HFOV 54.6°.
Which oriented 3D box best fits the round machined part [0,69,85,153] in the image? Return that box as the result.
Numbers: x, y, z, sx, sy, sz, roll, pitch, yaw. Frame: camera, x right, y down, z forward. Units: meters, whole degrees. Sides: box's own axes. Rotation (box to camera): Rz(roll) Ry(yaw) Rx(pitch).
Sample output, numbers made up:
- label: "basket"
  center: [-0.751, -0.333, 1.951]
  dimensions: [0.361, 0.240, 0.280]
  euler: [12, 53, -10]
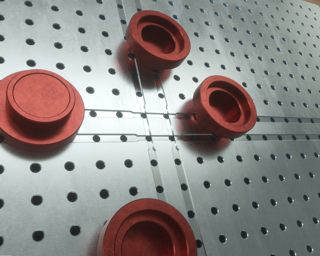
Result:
- label: "round machined part"
  center: [-0.132, -0.025, 0.342]
  dimensions: [0.099, 0.042, 0.098]
  euler: [13, 56, -21]

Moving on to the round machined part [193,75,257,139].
- label: "round machined part"
  center: [0.091, -0.027, 0.462]
  dimensions: [0.099, 0.042, 0.098]
  euler: [13, 56, -21]

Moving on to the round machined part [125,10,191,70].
- label: "round machined part"
  center: [-0.006, -0.128, 0.471]
  dimensions: [0.099, 0.042, 0.098]
  euler: [13, 56, -21]

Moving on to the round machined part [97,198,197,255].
- label: "round machined part"
  center: [-0.015, 0.125, 0.313]
  dimensions: [0.099, 0.042, 0.098]
  euler: [13, 56, -21]
